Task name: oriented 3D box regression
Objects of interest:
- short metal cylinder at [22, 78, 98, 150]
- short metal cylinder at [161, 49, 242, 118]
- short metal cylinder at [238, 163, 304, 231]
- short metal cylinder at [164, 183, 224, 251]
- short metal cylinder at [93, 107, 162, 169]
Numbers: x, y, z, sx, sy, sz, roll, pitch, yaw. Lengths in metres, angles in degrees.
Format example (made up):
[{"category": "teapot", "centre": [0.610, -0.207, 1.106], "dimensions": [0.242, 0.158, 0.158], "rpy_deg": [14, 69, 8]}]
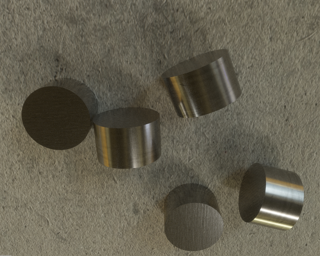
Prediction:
[{"category": "short metal cylinder", "centre": [-0.122, -0.019, 0.388], "dimensions": [0.081, 0.050, 0.079], "rpy_deg": [0, 110, 0]}, {"category": "short metal cylinder", "centre": [0.048, -0.053, 0.361], "dimensions": [0.080, 0.080, 0.050], "rpy_deg": [-21, 109, 7]}, {"category": "short metal cylinder", "centre": [0.146, 0.091, 0.415], "dimensions": [0.050, 0.080, 0.079], "rpy_deg": [15, 110, -5]}, {"category": "short metal cylinder", "centre": [0.046, 0.127, 0.443], "dimensions": [0.081, 0.050, 0.079], "rpy_deg": [0, 110, 0]}, {"category": "short metal cylinder", "centre": [-0.039, 0.010, 0.383], "dimensions": [0.080, 0.080, 0.050], "rpy_deg": [-2, 110, 1]}]
